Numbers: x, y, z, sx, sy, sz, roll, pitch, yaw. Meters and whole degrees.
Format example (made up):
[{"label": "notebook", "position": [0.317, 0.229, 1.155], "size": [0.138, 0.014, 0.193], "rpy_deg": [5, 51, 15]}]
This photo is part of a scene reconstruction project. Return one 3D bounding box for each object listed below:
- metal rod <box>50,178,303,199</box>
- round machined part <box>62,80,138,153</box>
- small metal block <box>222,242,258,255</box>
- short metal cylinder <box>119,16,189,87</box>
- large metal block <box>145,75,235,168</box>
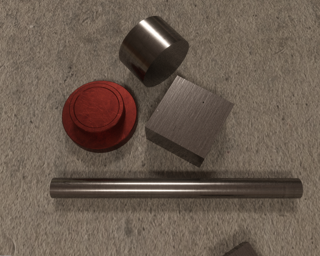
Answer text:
[{"label": "metal rod", "position": [0.020, 0.074, 0.381], "size": [0.302, 0.025, 0.025], "rpy_deg": [0, 70, -1]}, {"label": "round machined part", "position": [-0.079, -0.020, 0.405], "size": [0.099, 0.042, 0.098], "rpy_deg": [0, 70, -1]}, {"label": "small metal block", "position": [0.092, 0.165, 0.349], "size": [0.050, 0.025, 0.050], "rpy_deg": [-30, 73, -11]}, {"label": "short metal cylinder", "position": [-0.008, -0.101, 0.416], "size": [0.080, 0.080, 0.050], "rpy_deg": [-40, 75, -13]}, {"label": "large metal block", "position": [0.037, -0.007, 0.398], "size": [0.080, 0.050, 0.080], "rpy_deg": [29, 72, 9]}]
